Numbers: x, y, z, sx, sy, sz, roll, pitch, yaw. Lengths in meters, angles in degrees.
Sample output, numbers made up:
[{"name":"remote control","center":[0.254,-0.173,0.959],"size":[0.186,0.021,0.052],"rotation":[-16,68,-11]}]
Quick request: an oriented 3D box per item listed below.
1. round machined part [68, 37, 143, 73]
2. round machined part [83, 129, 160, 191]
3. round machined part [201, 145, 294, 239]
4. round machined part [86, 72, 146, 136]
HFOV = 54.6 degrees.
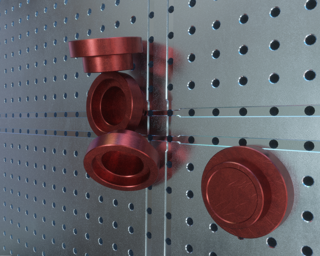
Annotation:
[{"name":"round machined part","center":[-0.072,-0.100,0.425],"size":[0.098,0.099,0.042],"rotation":[8,109,40]},{"name":"round machined part","center":[-0.049,0.040,0.416],"size":[0.098,0.098,0.042],"rotation":[-35,32,34]},{"name":"round machined part","center":[0.085,0.068,0.329],"size":[0.098,0.042,0.097],"rotation":[0,90,40]},{"name":"round machined part","center":[-0.060,-0.031,0.449],"size":[0.098,0.042,0.097],"rotation":[0,90,40]}]
